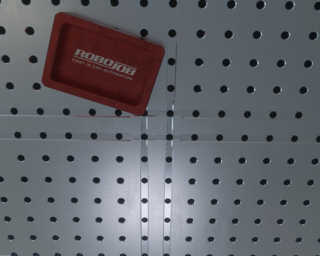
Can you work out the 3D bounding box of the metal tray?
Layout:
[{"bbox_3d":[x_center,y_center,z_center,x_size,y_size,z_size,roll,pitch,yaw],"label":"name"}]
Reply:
[{"bbox_3d":[-0.069,-0.077,0.381,0.131,0.030,0.089,17,109,-7],"label":"metal tray"}]
